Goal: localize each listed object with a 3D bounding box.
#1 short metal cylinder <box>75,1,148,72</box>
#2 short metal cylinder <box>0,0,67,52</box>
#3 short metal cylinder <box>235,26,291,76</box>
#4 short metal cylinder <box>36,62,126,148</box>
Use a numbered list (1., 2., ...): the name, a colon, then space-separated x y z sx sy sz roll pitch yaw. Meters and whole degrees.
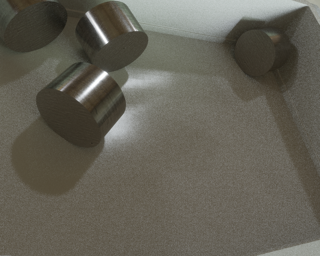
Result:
1. short metal cylinder: -0.063 -0.118 0.408 0.081 0.080 0.050 -22 74 -36
2. short metal cylinder: -0.160 -0.137 0.368 0.081 0.080 0.050 -32 80 -38
3. short metal cylinder: 0.182 -0.137 0.552 0.050 0.080 0.080 -23 74 -36
4. short metal cylinder: -0.085 -0.024 0.339 0.080 0.080 0.050 37 51 -4
